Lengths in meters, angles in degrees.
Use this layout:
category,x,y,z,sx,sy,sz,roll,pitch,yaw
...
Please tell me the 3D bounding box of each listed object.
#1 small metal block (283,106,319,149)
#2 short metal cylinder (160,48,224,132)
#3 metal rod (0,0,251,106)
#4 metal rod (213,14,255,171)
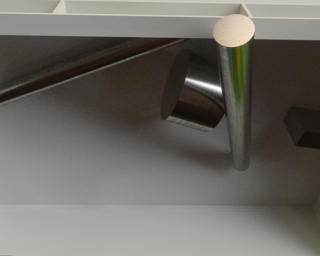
category,x,y,z,sx,sy,sz,roll,pitch,yaw
small metal block,0.194,0.000,0.396,0.050,0.050,0.025,7,130,-7
short metal cylinder,0.038,-0.040,0.339,0.050,0.080,0.079,16,128,-14
metal rod,-0.055,-0.080,0.340,0.301,0.025,0.025,-16,129,13
metal rod,0.083,-0.004,0.324,0.025,0.025,0.300,-13,155,10
